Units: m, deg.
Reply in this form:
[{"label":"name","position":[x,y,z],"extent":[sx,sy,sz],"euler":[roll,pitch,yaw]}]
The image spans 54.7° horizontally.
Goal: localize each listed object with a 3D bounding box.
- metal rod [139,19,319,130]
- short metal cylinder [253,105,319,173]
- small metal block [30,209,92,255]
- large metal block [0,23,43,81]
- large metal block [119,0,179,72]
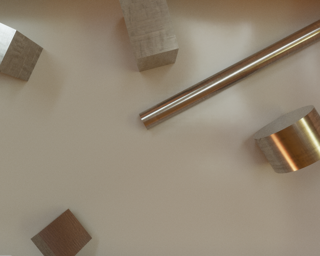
[{"label":"metal rod","position":[0.111,-0.078,0.412],"extent":[0.301,0.025,0.025],"euler":[-28,90,-1]},{"label":"short metal cylinder","position":[0.166,0.014,0.386],"extent":[0.080,0.080,0.050],"euler":[-32,91,0]},{"label":"small metal block","position":[-0.125,0.141,0.395],"extent":[0.050,0.050,0.025],"euler":[52,128,0]},{"label":"large metal block","position":[-0.206,-0.102,0.381],"extent":[0.080,0.080,0.050],"euler":[25,90,-1]},{"label":"large metal block","position":[-0.014,-0.121,0.384],"extent":[0.050,0.080,0.080],"euler":[-15,90,0]}]
